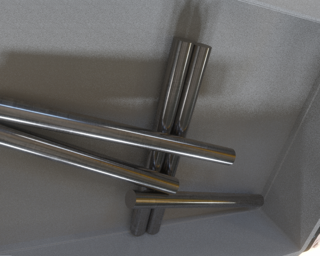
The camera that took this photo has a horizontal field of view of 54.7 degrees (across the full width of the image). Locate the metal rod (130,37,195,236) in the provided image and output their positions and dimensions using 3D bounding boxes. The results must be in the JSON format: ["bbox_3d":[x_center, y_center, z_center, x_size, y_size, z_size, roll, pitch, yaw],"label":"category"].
[{"bbox_3d":[-0.004,0.029,0.422,0.025,0.025,0.298,-1,119,-28],"label":"metal rod"}]

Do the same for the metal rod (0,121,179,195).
[{"bbox_3d":[-0.100,0.032,0.356,0.302,0.025,0.025,23,106,-31],"label":"metal rod"}]

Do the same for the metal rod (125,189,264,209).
[{"bbox_3d":[0.076,0.116,0.500,0.302,0.025,0.025,12,113,-40],"label":"metal rod"}]

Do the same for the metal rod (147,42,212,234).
[{"bbox_3d":[0.019,0.031,0.436,0.025,0.025,0.298,-1,119,-28],"label":"metal rod"}]

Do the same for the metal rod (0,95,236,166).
[{"bbox_3d":[-0.033,0.010,0.371,0.302,0.025,0.025,13,112,-27],"label":"metal rod"}]
